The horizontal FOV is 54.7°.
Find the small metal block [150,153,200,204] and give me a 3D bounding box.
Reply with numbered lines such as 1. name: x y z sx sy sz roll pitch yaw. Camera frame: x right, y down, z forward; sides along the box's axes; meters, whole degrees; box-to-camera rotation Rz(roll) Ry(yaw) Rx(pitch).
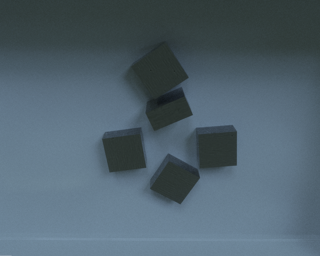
1. small metal block: 0.020 0.072 0.438 0.050 0.025 0.050 29 107 -11

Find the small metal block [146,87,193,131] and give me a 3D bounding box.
1. small metal block: 0.011 -0.025 0.389 0.050 0.050 0.025 -23 109 8

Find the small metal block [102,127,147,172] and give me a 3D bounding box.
1. small metal block: -0.047 0.030 0.422 0.050 0.025 0.050 -8 110 2

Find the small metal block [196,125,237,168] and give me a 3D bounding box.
1. small metal block: 0.077 0.025 0.422 0.050 0.025 0.050 -5 110 1

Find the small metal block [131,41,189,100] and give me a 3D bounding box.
1. small metal block: 0.000 -0.072 0.385 0.050 0.025 0.050 -32 107 11
